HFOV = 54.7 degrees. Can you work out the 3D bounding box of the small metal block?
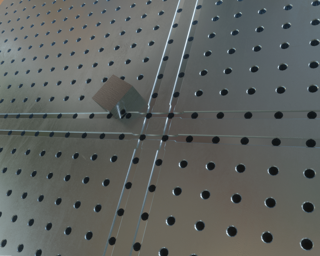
[{"bbox_3d":[-0.067,-0.048,0.471,0.050,0.025,0.050,34,80,38],"label":"small metal block"}]
